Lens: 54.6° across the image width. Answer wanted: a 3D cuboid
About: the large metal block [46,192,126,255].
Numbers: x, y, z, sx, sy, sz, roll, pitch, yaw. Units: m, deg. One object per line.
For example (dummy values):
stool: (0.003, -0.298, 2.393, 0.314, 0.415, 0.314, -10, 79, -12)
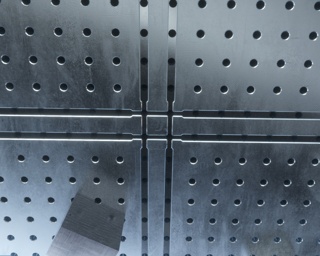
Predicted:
large metal block: (-0.100, 0.147, 0.438, 0.080, 0.080, 0.050, 27, 108, -10)
